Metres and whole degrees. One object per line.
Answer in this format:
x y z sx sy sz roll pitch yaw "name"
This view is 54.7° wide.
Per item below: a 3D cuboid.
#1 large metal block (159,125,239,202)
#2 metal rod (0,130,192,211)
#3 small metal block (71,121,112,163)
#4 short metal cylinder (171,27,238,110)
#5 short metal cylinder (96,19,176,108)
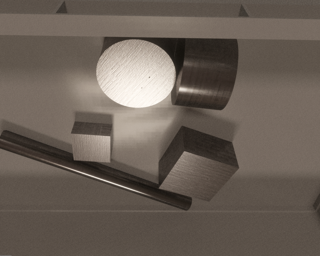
0.051 0.052 0.438 0.081 0.050 0.079 18 128 -16 "large metal block"
-0.085 0.070 0.467 0.302 0.025 0.025 23 126 -19 "metal rod"
-0.092 0.020 0.425 0.050 0.025 0.050 4 130 -4 "small metal block"
0.043 -0.061 0.322 0.050 0.080 0.079 6 130 -6 "short metal cylinder"
-0.024 -0.069 0.334 0.081 0.050 0.079 0 130 0 "short metal cylinder"
